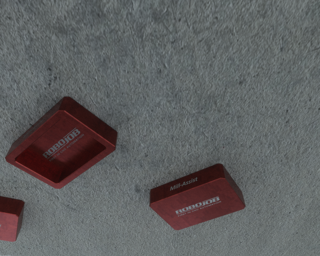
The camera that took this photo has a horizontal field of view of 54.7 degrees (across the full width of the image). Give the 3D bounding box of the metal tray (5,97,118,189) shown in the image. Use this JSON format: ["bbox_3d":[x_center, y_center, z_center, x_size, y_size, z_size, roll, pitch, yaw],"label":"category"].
[{"bbox_3d":[-0.134,0.026,0.423,0.130,0.030,0.090,-35,122,26],"label":"metal tray"}]

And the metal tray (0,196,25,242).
[{"bbox_3d":[-0.306,0.148,0.527,0.131,0.030,0.089,15,129,-13],"label":"metal tray"}]

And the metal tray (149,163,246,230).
[{"bbox_3d":[0.060,0.115,0.503,0.130,0.030,0.090,-25,126,19],"label":"metal tray"}]
